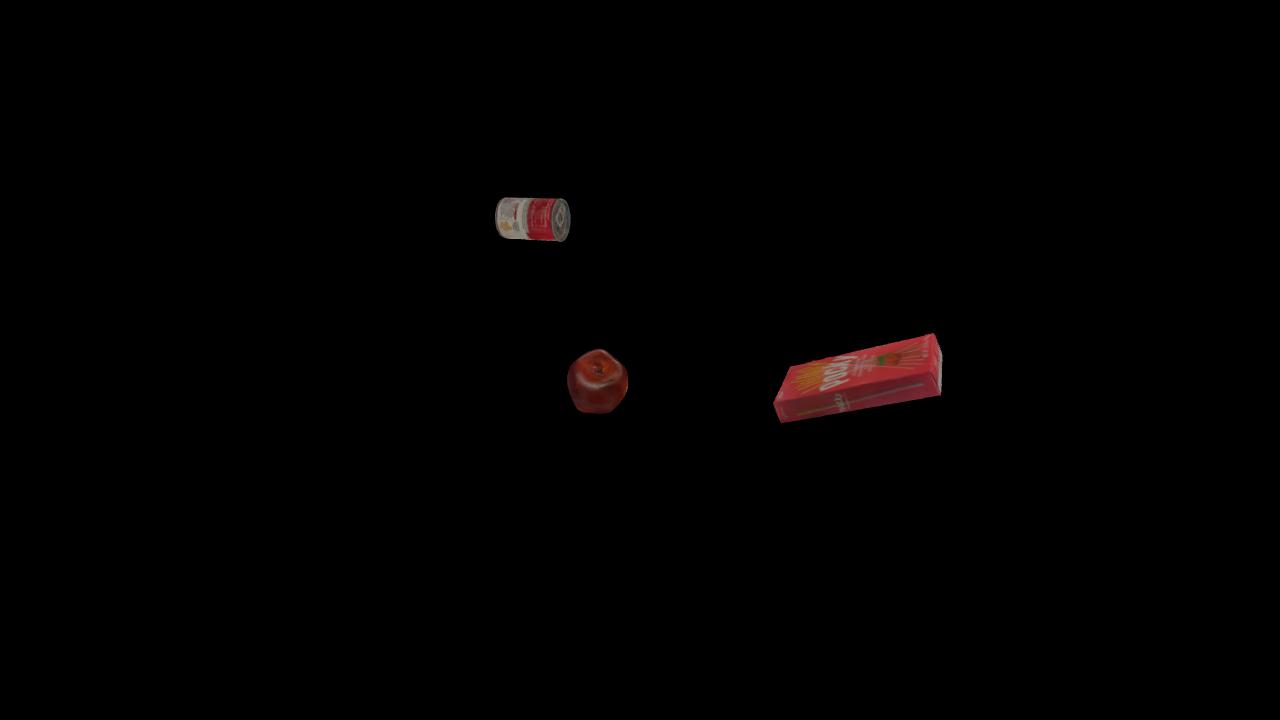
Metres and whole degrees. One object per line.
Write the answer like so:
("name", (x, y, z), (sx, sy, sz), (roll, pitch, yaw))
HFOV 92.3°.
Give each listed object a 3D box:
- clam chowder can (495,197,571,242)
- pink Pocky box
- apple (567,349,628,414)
("clam chowder can", (-0.171, -0.226, 0.984), (0.102, 0.068, 0.068), (6, 2, 17))
("pink Pocky box", (0.217, 0.019, 0.616), (0.155, 0.029, 0.084), (-15, 19, 33))
("apple", (-0.054, 0.031, 0.782), (0.079, 0.079, 0.093), (0, -30, -7))
